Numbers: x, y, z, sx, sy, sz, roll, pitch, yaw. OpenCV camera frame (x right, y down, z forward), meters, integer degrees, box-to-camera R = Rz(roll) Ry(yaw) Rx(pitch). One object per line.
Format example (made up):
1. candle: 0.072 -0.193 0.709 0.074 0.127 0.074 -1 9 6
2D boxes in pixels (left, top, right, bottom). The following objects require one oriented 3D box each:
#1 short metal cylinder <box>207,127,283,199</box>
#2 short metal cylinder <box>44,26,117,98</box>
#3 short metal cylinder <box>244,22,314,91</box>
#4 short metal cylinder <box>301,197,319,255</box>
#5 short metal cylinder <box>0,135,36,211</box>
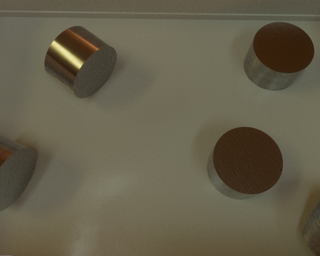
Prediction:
1. short metal cylinder: 0.101 0.044 0.381 0.081 0.050 0.080 0 70 0
2. short metal cylinder: -0.103 -0.086 0.411 0.050 0.080 0.080 37 74 12
3. short metal cylinder: 0.164 -0.099 0.434 0.081 0.050 0.080 0 70 0
4. short metal cylinder: 0.205 0.111 0.335 0.081 0.050 0.080 12 29 -6
5. short metal cylinder: -0.192 0.050 0.361 0.050 0.080 0.080 22 72 8
